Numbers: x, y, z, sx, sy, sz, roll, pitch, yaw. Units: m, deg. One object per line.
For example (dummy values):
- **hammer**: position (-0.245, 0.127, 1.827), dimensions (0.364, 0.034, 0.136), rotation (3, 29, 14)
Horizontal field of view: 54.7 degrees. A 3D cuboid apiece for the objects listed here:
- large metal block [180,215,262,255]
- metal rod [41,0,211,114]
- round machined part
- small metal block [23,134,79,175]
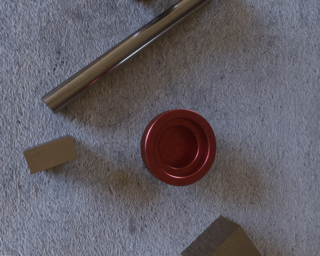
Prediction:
- **large metal block**: position (0.090, 0.185, 0.431), dimensions (0.080, 0.050, 0.080), rotation (-39, 103, -16)
- **metal rod**: position (-0.019, -0.119, 0.402), dimensions (0.301, 0.025, 0.025), rotation (-40, 103, -16)
- **round machined part**: position (0.021, 0.024, 0.409), dimensions (0.099, 0.042, 0.097), rotation (0, 90, -21)
- **small metal block**: position (-0.123, 0.028, 0.351), dimensions (0.050, 0.050, 0.025), rotation (-20, 97, -19)
